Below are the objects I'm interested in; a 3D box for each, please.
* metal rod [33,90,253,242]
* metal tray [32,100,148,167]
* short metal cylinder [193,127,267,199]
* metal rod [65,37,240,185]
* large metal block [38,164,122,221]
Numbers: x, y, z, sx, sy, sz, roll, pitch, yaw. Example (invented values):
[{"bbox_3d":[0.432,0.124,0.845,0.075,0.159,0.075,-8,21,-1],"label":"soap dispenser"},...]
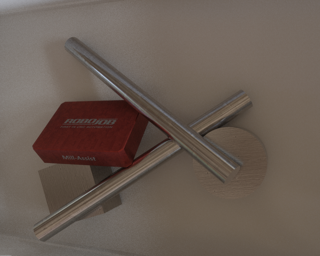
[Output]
[{"bbox_3d":[-0.022,0.047,0.377,0.301,0.025,0.025,-33,79,2],"label":"metal rod"},{"bbox_3d":[-0.088,0.004,0.407,0.130,0.030,0.090,0,46,21],"label":"metal tray"},{"bbox_3d":[0.084,0.038,0.365,0.080,0.050,0.079,0,90,19],"label":"short metal cylinder"},{"bbox_3d":[-0.028,-0.037,0.387,0.300,0.025,0.025,40,103,28],"label":"metal rod"},{"bbox_3d":[-0.110,0.083,0.430,0.080,0.050,0.080,-20,84,18],"label":"large metal block"}]
